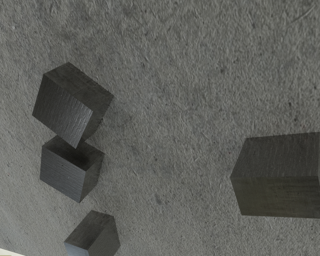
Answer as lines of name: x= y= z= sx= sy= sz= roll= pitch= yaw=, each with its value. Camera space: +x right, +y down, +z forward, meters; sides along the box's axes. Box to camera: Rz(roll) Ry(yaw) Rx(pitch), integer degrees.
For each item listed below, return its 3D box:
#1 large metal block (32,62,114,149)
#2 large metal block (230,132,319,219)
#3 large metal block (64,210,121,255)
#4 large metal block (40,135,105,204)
large metal block: x=-0.124 y=-0.032 z=0.436 sx=0.080 sy=0.050 sz=0.080 roll=37 pitch=129 yaw=3
large metal block: x=0.130 y=0.049 z=0.333 sx=0.080 sy=0.080 sz=0.050 roll=-7 pitch=115 yaw=31
large metal block: x=-0.120 y=0.212 z=0.566 sx=0.050 sy=0.080 sz=0.079 roll=8 pitch=122 yaw=24
large metal block: x=-0.145 y=0.063 z=0.506 sx=0.080 sy=0.050 sz=0.079 roll=28 pitch=128 yaw=10
